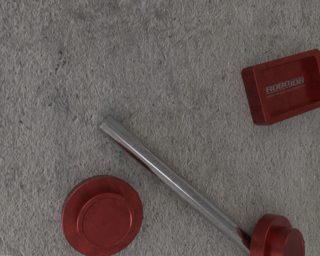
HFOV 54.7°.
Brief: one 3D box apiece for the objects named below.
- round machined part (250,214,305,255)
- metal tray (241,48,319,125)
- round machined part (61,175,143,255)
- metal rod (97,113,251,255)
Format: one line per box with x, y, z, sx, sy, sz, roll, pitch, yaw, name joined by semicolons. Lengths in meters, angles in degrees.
0.175;0.176;0.447;0.099;0.042;0.097;5;83;-43;round machined part
0.196;-0.064;0.479;0.131;0.030;0.089;-18;96;-19;metal tray
-0.067;0.109;0.376;0.099;0.042;0.097;0;90;-20;round machined part
0.037;0.088;0.423;0.300;0.025;0.025;42;77;-15;metal rod
